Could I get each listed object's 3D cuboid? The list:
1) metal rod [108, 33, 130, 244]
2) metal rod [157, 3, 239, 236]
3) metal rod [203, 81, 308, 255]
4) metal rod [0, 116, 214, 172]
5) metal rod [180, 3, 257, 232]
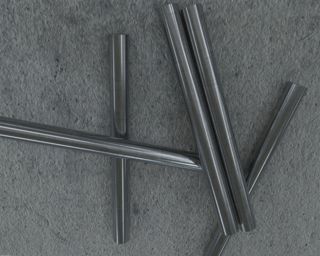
[{"bbox_3d":[-0.054,0.028,0.419,0.025,0.025,0.298,2,110,-1],"label":"metal rod"},{"bbox_3d":[0.052,-0.001,0.389,0.025,0.025,0.298,-16,102,6],"label":"metal rod"},{"bbox_3d":[0.126,0.078,0.439,0.025,0.025,0.298,18,109,-7],"label":"metal rod"},{"bbox_3d":[-0.068,0.022,0.385,0.302,0.025,0.025,12,110,-17],"label":"metal rod"},{"bbox_3d":[0.079,-0.002,0.394,0.025,0.025,0.298,-16,104,5],"label":"metal rod"}]
